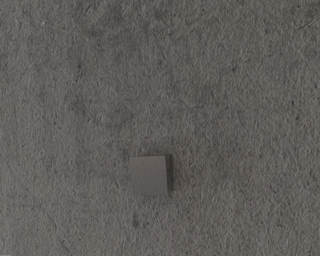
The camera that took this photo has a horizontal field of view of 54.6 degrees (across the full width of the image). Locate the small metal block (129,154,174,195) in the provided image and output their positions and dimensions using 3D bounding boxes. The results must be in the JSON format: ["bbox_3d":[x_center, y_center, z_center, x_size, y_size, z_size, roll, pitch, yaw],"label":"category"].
[{"bbox_3d":[-0.011,0.062,0.413,0.050,0.025,0.050,-5,89,20],"label":"small metal block"}]
